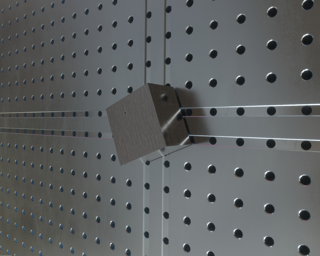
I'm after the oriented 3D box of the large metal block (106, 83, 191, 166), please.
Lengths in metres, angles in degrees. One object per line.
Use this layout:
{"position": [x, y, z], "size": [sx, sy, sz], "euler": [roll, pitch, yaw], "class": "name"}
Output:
{"position": [-0.017, -0.003, 0.401], "size": [0.080, 0.050, 0.080], "euler": [-26, 74, 36], "class": "large metal block"}
